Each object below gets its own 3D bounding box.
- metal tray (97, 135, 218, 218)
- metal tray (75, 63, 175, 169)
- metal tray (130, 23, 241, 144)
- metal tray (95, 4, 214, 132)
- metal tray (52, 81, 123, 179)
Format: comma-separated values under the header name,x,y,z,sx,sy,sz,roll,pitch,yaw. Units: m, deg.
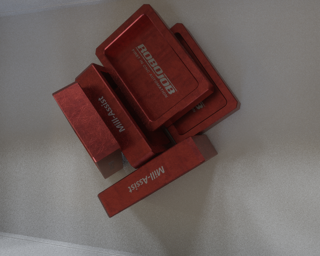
name,x,y,z,sx,sy,sz,roll,pitch,yaw
metal tray,0.001,0.055,0.373,0.130,0.090,0.030,-34,79,16
metal tray,-0.039,-0.015,0.386,0.030,0.090,0.130,-39,78,16
metal tray,0.029,-0.055,0.397,0.090,0.030,0.130,-36,78,17
metal tray,-0.008,-0.071,0.376,0.090,0.030,0.130,-38,78,16
metal tray,-0.083,0.010,0.383,0.030,0.130,0.090,-33,78,-14
